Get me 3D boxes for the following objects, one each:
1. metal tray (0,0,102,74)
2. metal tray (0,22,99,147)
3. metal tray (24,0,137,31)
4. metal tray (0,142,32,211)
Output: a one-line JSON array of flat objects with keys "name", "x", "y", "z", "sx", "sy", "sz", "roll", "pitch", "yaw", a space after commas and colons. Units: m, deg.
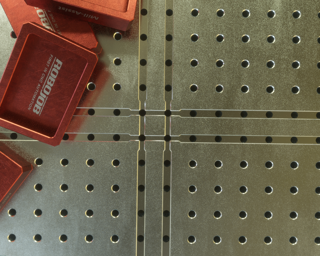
[{"name": "metal tray", "x": -0.146, "y": -0.144, "z": 0.409, "sx": 0.090, "sy": 0.030, "sz": 0.129, "roll": -26, "pitch": 90, "yaw": -1}, {"name": "metal tray", "x": -0.143, "y": -0.052, "z": 0.384, "sx": 0.090, "sy": 0.030, "sz": 0.129, "roll": 24, "pitch": 102, "yaw": -16}, {"name": "metal tray", "x": -0.092, "y": -0.183, "z": 0.384, "sx": 0.131, "sy": 0.030, "sz": 0.090, "roll": 11, "pitch": 79, "yaw": -16}, {"name": "metal tray", "x": -0.247, "y": 0.078, "z": 0.407, "sx": 0.090, "sy": 0.030, "sz": 0.130, "roll": 37, "pitch": 90, "yaw": -1}]
